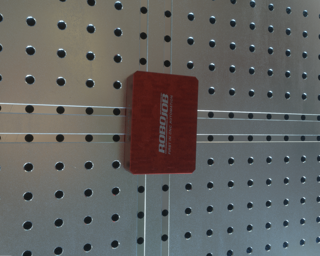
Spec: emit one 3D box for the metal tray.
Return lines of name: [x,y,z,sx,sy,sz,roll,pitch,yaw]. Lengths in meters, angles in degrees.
metal tray: [0.002,-0.006,0.411,0.091,0.030,0.129,2,89,-21]
